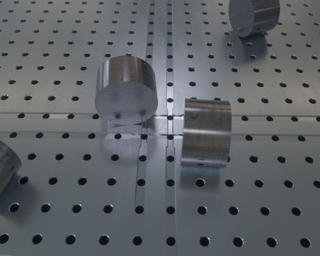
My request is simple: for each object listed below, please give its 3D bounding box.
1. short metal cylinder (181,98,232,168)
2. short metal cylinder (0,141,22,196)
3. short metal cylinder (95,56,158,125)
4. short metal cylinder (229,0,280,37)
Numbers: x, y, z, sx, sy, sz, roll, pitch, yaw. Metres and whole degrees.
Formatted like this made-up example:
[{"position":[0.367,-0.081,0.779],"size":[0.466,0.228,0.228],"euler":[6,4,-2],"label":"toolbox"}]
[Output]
[{"position":[0.052,0.006,0.367],"size":[0.050,0.080,0.080],"euler":[4,50,3],"label":"short metal cylinder"},{"position":[-0.202,0.042,0.335],"size":[0.080,0.080,0.050],"euler":[14,52,11],"label":"short metal cylinder"},{"position":[-0.045,-0.049,0.412],"size":[0.081,0.080,0.050],"euler":[-4,50,-3],"label":"short metal cylinder"},{"position":[0.164,-0.206,0.546],"size":[0.050,0.080,0.080],"euler":[-17,52,-14],"label":"short metal cylinder"}]
